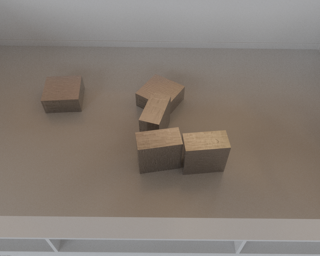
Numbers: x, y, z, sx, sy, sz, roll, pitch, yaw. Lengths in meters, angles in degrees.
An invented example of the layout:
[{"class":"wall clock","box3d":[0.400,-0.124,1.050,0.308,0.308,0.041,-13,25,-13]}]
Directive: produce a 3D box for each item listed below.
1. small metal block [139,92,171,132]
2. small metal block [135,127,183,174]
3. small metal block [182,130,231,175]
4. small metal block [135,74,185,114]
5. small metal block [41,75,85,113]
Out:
[{"class":"small metal block","box3d":[-0.006,-0.009,0.396,0.025,0.050,0.050,14,51,11]},{"class":"small metal block","box3d":[-0.001,0.027,0.366,0.050,0.050,0.025,-7,51,-6]},{"class":"small metal block","box3d":[0.052,0.030,0.365,0.050,0.050,0.025,-4,50,-4]},{"class":"small metal block","box3d":[0.001,-0.046,0.444,0.050,0.025,0.050,27,55,20]},{"class":"small metal block","box3d":[-0.138,-0.049,0.444,0.050,0.025,0.050,-3,50,-3]}]
